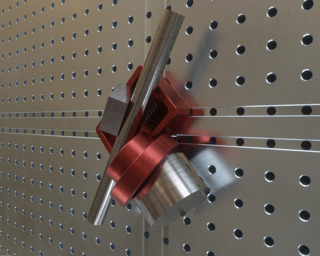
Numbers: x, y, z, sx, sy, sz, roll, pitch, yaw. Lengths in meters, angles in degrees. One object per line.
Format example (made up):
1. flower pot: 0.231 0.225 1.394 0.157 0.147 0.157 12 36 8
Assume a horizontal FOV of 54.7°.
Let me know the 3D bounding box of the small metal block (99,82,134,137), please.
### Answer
1. small metal block: -0.054 -0.025 0.407 0.025 0.050 0.050 22 119 -1

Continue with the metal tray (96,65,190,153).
1. metal tray: -0.029 -0.009 0.427 0.129 0.030 0.090 -50 61 28

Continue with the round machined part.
1. round machined part: -0.025 0.042 0.367 0.042 0.098 0.097 41 116 8

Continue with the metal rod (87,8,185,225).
1. metal rod: -0.038 -0.001 0.399 0.025 0.025 0.298 35 111 34

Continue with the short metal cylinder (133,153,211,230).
1. short metal cylinder: 0.011 0.074 0.361 0.080 0.081 0.050 -51 61 28
